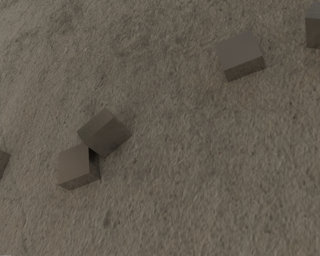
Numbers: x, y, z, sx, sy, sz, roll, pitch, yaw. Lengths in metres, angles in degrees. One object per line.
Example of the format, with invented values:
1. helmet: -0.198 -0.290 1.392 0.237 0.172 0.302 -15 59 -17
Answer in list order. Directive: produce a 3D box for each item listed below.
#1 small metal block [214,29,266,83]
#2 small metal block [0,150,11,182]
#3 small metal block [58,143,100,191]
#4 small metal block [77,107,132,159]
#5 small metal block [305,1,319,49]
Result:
1. small metal block: 0.105 -0.094 0.406 0.050 0.025 0.050 -20 54 16
2. small metal block: -0.282 0.063 0.510 0.050 0.025 0.050 -4 60 26
3. small metal block: -0.112 0.053 0.429 0.050 0.025 0.050 -22 54 14
4. small metal block: -0.074 0.008 0.421 0.050 0.050 0.025 -41 51 0
5. small metal block: 0.198 -0.115 0.355 0.050 0.050 0.025 21 73 35
